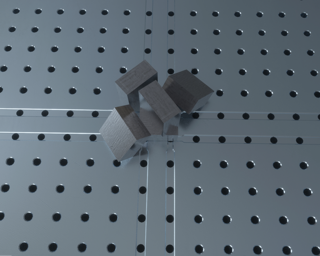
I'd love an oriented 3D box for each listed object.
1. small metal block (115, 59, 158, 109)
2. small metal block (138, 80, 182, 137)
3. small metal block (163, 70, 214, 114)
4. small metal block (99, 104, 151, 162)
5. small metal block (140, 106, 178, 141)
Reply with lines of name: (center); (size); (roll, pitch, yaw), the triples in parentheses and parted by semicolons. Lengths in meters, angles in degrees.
small metal block: (-0.030, -0.057, 0.419); (0.050, 0.050, 0.025); (-39, 75, -13)
small metal block: (-0.001, -0.023, 0.380); (0.025, 0.050, 0.050); (-34, 74, -12)
small metal block: (0.037, -0.050, 0.416); (0.050, 0.025, 0.050); (41, 35, 13)
small metal block: (-0.045, 0.007, 0.393); (0.025, 0.050, 0.050); (-17, 66, -46)
small metal block: (-0.002, -0.010, 0.415); (0.050, 0.025, 0.050); (1, 70, -1)
